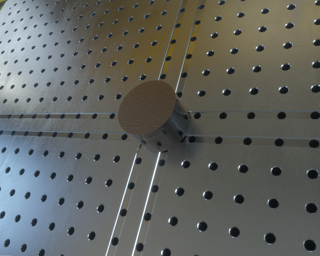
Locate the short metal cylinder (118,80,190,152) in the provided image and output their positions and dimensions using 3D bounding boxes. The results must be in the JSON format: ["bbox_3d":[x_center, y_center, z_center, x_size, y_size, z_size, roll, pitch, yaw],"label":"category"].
[{"bbox_3d":[-0.007,-0.015,0.406,0.080,0.050,0.080,-13,56,21],"label":"short metal cylinder"}]
